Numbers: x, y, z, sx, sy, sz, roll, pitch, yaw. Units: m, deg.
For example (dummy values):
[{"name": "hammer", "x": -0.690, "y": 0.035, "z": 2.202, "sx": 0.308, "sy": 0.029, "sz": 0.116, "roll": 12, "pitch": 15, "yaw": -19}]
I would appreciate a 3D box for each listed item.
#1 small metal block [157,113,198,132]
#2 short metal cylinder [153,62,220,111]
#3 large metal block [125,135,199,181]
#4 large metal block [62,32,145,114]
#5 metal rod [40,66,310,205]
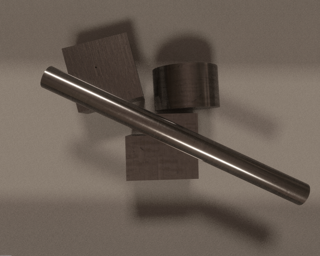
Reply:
[{"name": "small metal block", "x": 0.021, "y": -0.005, "z": 0.399, "sx": 0.050, "sy": 0.050, "sz": 0.025, "roll": -1, "pitch": 90, "yaw": -1}, {"name": "short metal cylinder", "x": 0.032, "y": -0.048, "z": 0.384, "sx": 0.081, "sy": 0.080, "sz": 0.050, "roll": -3, "pitch": 90, "yaw": -1}, {"name": "large metal block", "x": 0.002, "y": 0.033, "z": 0.384, "sx": 0.081, "sy": 0.080, "sz": 0.050, "roll": -2, "pitch": 90, "yaw": -1}, {"name": "large metal block", "x": -0.070, "y": -0.067, "z": 0.398, "sx": 0.080, "sy": 0.050, "sz": 0.080, "roll": -15, "pitch": 90, "yaw": -1}, {"name": "metal rod", "x": 0.017, "y": 0.009, "z": 0.331, "sx": 0.301, "sy": 0.025, "sz": 0.025, "roll": 25, "pitch": 90, "yaw": -1}]
